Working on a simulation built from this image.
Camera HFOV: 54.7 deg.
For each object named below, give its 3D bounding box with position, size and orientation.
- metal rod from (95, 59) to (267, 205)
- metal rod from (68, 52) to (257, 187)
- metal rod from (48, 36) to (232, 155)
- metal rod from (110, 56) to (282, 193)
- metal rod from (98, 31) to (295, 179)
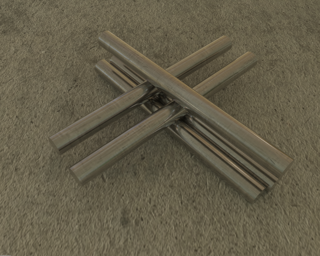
[{"bbox_3d":[0.009,-0.010,0.413,0.025,0.025,0.300,-35,58,-26],"label":"metal rod"},{"bbox_3d":[0.022,-0.025,0.393,0.302,0.025,0.025,-35,58,-26],"label":"metal rod"},{"bbox_3d":[-0.009,-0.056,0.419,0.302,0.025,0.025,-35,58,-26],"label":"metal rod"},{"bbox_3d":[0.030,-0.021,0.423,0.025,0.025,0.300,-35,58,-26],"label":"metal rod"},{"bbox_3d":[0.024,-0.044,0.376,0.025,0.025,0.300,-35,59,-26],"label":"metal rod"}]
